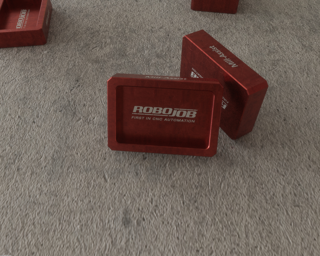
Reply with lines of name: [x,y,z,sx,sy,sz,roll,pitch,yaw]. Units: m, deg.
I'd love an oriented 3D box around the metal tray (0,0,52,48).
metal tray: [-0.251,-0.199,0.564,0.091,0.030,0.130,-6,50,-5]

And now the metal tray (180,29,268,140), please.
metal tray: [0.076,-0.058,0.409,0.030,0.089,0.130,-25,54,-20]

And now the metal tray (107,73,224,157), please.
metal tray: [0.005,-0.016,0.372,0.131,0.089,0.030,4,18,3]

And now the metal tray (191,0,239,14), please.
metal tray: [0.116,-0.287,0.641,0.090,0.030,0.130,8,50,6]
